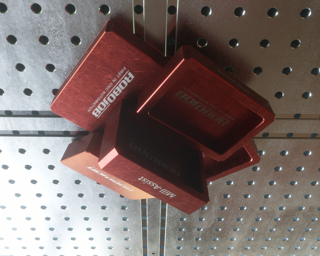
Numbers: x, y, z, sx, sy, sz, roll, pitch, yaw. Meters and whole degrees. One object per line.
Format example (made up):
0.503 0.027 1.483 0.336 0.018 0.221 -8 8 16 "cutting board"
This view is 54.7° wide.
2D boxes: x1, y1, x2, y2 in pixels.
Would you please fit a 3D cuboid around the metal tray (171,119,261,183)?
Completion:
0.063 0.036 0.438 0.130 0.030 0.090 -27 126 20 "metal tray"

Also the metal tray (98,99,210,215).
-0.003 0.033 0.357 0.130 0.090 0.030 33 122 -25 "metal tray"

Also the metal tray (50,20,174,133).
-0.057 -0.048 0.365 0.090 0.030 0.129 32 123 -25 "metal tray"

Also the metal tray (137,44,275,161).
0.051 -0.022 0.351 0.131 0.030 0.090 29 124 -23 "metal tray"

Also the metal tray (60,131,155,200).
-0.061 0.058 0.433 0.130 0.030 0.090 35 147 -26 "metal tray"
